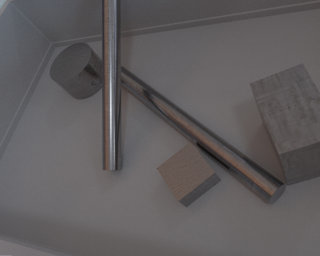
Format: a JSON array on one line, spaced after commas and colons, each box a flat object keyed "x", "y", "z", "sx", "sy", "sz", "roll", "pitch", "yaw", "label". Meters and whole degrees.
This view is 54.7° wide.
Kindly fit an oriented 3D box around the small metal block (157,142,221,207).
[{"x": 0.033, "y": 0.053, "z": 0.355, "sx": 0.050, "sy": 0.025, "sz": 0.050, "roll": -38, "pitch": 51, "yaw": 2, "label": "small metal block"}]

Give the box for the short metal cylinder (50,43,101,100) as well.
[{"x": -0.134, "y": -0.094, "z": 0.515, "sx": 0.080, "sy": 0.050, "sz": 0.080, "roll": -13, "pitch": 56, "yaw": 20, "label": "short metal cylinder"}]

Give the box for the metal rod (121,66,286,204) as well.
[{"x": 0.026, "y": -0.011, "z": 0.397, "sx": 0.025, "sy": 0.025, "sz": 0.300, "roll": -46, "pitch": 52, "yaw": -4, "label": "metal rod"}]

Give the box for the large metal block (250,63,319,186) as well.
[{"x": 0.132, "y": 0.000, "z": 0.301, "sx": 0.050, "sy": 0.080, "sz": 0.080, "roll": -21, "pitch": 54, "yaw": 16, "label": "large metal block"}]

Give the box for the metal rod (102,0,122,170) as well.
[{"x": -0.065, "y": -0.094, "z": 0.415, "sx": 0.025, "sy": 0.025, "sz": 0.298, "roll": -2, "pitch": 86, "yaw": 27, "label": "metal rod"}]
